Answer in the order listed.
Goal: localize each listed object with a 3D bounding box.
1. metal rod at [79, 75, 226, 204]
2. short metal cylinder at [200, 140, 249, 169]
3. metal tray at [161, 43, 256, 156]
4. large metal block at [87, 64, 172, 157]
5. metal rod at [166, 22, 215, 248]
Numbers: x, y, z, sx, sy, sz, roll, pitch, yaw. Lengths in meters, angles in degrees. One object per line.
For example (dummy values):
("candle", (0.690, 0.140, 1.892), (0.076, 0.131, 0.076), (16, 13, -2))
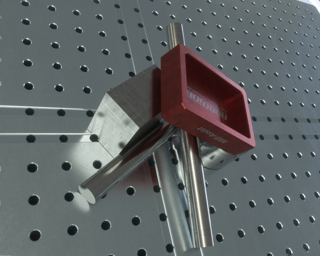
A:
("metal rod", (0.014, -0.004, 0.420), (0.025, 0.025, 0.302), (47, 51, 4))
("short metal cylinder", (0.081, 0.011, 0.430), (0.081, 0.050, 0.080), (14, 56, -21))
("metal tray", (0.058, -0.030, 0.366), (0.131, 0.030, 0.090), (26, 50, -36))
("large metal block", (-0.030, -0.019, 0.369), (0.050, 0.080, 0.080), (47, 51, 4))
("metal rod", (0.036, -0.005, 0.403), (0.025, 0.025, 0.299), (4, 69, -27))
